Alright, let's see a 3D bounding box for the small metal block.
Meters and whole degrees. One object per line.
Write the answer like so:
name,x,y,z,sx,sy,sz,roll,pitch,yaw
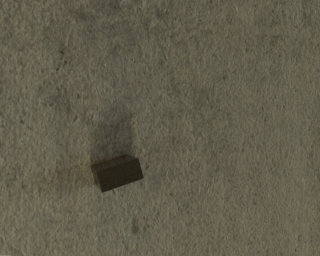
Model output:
small metal block,-0.053,0.053,0.376,0.050,0.050,0.025,-17,96,-19
